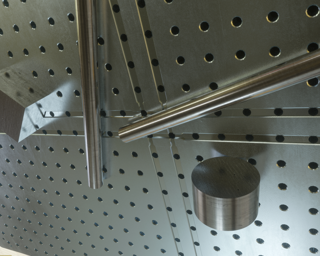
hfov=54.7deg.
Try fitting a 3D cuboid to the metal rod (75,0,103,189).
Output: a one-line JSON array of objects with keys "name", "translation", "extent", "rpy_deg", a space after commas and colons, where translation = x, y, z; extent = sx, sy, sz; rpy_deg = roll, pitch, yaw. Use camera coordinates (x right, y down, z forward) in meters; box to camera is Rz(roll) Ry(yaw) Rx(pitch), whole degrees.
[{"name": "metal rod", "translation": [-0.098, -0.029, 0.444], "extent": [0.025, 0.025, 0.298], "rpy_deg": [17, 126, 18]}]

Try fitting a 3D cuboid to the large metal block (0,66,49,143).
[{"name": "large metal block", "translation": [-0.234, -0.037, 0.495], "extent": [0.080, 0.050, 0.079], "rpy_deg": [35, 129, 4]}]

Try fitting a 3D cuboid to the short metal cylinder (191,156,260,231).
[{"name": "short metal cylinder", "translation": [0.080, 0.078, 0.382], "extent": [0.080, 0.080, 0.050], "rpy_deg": [7, 122, 24]}]

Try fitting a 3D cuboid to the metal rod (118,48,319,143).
[{"name": "metal rod", "translation": [0.065, -0.032, 0.356], "extent": [0.300, 0.025, 0.025], "rpy_deg": [-20, 108, 35]}]
